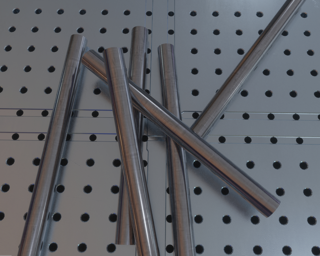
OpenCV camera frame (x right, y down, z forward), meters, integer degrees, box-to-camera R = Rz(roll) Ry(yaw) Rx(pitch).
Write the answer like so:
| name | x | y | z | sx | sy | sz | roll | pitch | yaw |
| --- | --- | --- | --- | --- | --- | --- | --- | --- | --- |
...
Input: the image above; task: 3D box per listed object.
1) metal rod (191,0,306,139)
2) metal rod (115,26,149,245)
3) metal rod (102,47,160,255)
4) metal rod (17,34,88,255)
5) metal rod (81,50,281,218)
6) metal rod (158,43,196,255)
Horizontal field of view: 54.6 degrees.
| name | x | y | z | sx | sy | sz | roll | pitch | yaw |
| --- | --- | --- | --- | --- | --- | --- | --- | --- | --- |
| metal rod | 0.131 | -0.096 | 0.447 | 0.025 | 0.025 | 0.300 | 35 | 74 | 12 |
| metal rod | -0.035 | -0.004 | 0.413 | 0.025 | 0.025 | 0.299 | 2 | 70 | 1 |
| metal rod | -0.030 | 0.051 | 0.362 | 0.025 | 0.025 | 0.299 | -10 | 82 | -4 |
| metal rod | -0.135 | 0.009 | 0.407 | 0.025 | 0.025 | 0.299 | 6 | 70 | 2 |
| metal rod | 0.016 | -0.002 | 0.384 | 0.300 | 0.025 | 0.025 | 40 | 75 | 13 |
| metal rod | 0.020 | 0.023 | 0.403 | 0.025 | 0.025 | 0.299 | -4 | 70 | -1 |
